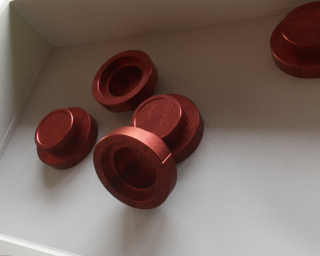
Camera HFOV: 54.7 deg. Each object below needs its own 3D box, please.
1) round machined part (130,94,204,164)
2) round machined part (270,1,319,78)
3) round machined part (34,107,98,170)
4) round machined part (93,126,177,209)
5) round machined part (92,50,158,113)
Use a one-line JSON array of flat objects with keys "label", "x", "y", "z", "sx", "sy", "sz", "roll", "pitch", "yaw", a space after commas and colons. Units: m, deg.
[{"label": "round machined part", "x": 0.002, "y": -0.004, "z": 0.395, "sx": 0.098, "sy": 0.042, "sz": 0.098, "roll": -13, "pitch": 56, "yaw": 20}, {"label": "round machined part", "x": 0.182, "y": -0.110, "z": 0.367, "sx": 0.098, "sy": 0.042, "sz": 0.098, "roll": -13, "pitch": 56, "yaw": 20}, {"label": "round machined part", "x": -0.146, "y": 0.009, "z": 0.463, "sx": 0.098, "sy": 0.042, "sz": 0.098, "roll": -13, "pitch": 56, "yaw": 20}, {"label": "round machined part", "x": -0.024, "y": 0.042, "z": 0.357, "sx": 0.098, "sy": 0.097, "sz": 0.042, "roll": 2, "pitch": 26, "yaw": 29}, {"label": "round machined part", "x": -0.047, "y": -0.064, "z": 0.457, "sx": 0.098, "sy": 0.042, "sz": 0.098, "roll": -13, "pitch": 56, "yaw": 20}]
